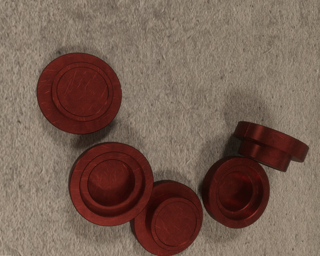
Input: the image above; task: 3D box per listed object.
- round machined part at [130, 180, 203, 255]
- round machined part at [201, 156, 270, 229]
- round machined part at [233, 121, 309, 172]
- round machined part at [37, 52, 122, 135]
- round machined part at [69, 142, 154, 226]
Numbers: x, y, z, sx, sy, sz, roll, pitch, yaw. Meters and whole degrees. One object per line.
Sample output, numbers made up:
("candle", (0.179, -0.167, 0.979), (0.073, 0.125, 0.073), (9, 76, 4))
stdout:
("round machined part", (0.013, 0.120, 0.406), (0.099, 0.042, 0.097), (0, 90, -21))
("round machined part", (0.102, 0.088, 0.439), (0.099, 0.042, 0.097), (0, 90, -21))
("round machined part", (0.147, 0.029, 0.427), (0.099, 0.098, 0.042), (24, 88, -19))
("round machined part", (-0.093, -0.041, 0.366), (0.099, 0.042, 0.097), (0, 90, -21))
("round machined part", (-0.061, 0.065, 0.378), (0.099, 0.042, 0.097), (0, 90, -20))
